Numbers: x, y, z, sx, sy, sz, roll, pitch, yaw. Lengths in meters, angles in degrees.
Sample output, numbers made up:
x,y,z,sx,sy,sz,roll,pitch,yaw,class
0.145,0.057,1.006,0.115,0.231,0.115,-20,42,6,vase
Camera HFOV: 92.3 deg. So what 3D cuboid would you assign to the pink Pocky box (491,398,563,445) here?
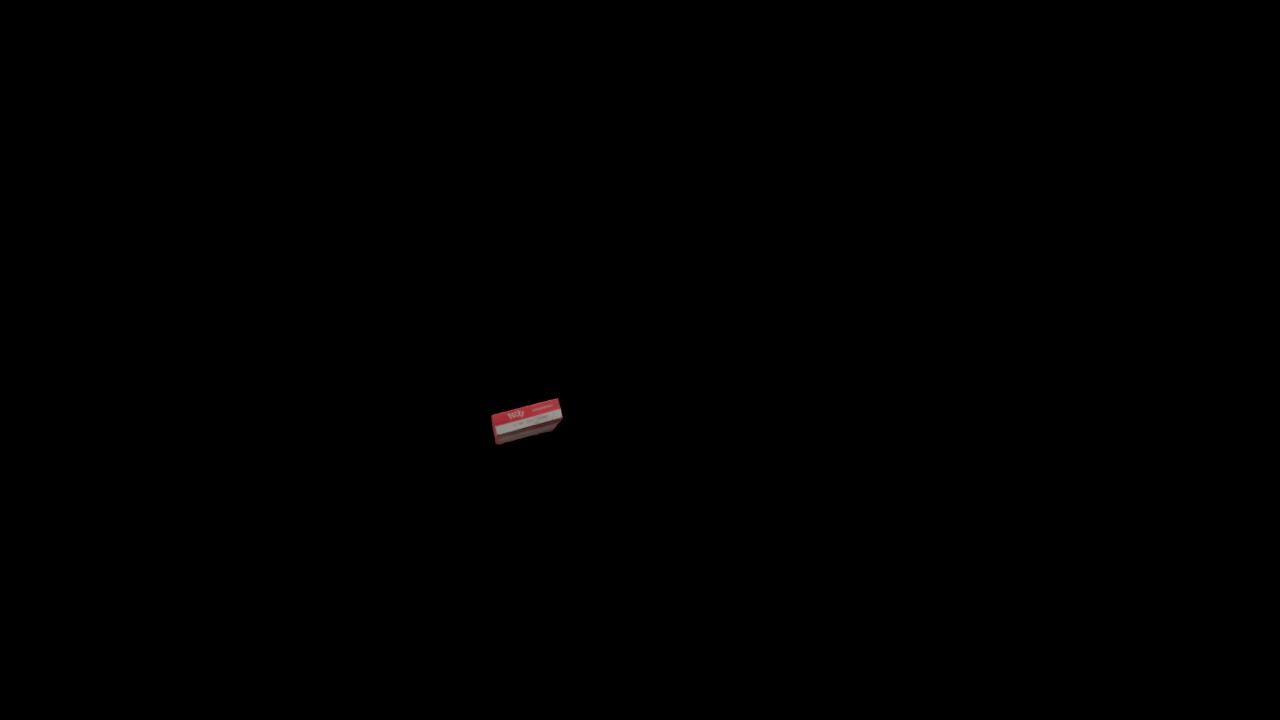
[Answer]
x,y,z,sx,sy,sz,roll,pitch,yaw,class
-0.151,0.083,0.806,0.084,0.029,0.155,-14,-8,-15,pink Pocky box
